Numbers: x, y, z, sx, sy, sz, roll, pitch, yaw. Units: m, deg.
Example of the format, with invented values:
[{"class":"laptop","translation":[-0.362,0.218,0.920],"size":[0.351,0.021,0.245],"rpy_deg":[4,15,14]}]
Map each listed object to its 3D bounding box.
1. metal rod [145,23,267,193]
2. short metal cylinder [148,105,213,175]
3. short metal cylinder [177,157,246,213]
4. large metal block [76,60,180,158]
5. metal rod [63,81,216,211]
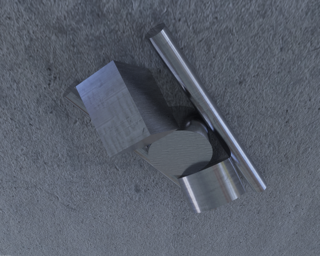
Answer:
[{"class":"metal rod","translation":[0.075,-0.005,0.404],"size":[0.025,0.025,0.300],"rpy_deg":[-26,126,20]},{"class":"short metal cylinder","translation":[0.026,0.017,0.407],"size":[0.081,0.050,0.079],"rpy_deg":[0,130,0]},{"class":"short metal cylinder","translation":[0.071,0.078,0.432],"size":[0.080,0.080,0.050],"rpy_deg":[-25,84,19]},{"class":"large metal block","translation":[-0.031,-0.021,0.334],"size":[0.050,0.080,0.080],"rpy_deg":[-30,83,22]},{"class":"metal rod","translation":[-0.010,0.040,0.442],"size":[0.025,0.025,0.300],"rpy_deg":[-33,123,25]}]
